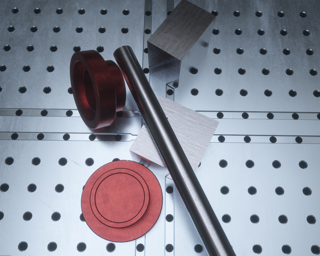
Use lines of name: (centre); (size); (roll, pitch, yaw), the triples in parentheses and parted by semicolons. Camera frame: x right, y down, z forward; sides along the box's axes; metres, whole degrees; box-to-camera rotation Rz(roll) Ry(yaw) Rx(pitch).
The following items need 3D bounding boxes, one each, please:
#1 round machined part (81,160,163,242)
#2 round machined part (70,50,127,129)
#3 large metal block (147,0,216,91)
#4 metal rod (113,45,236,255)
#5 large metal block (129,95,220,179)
round machined part: (-0.046, 0.085, 0.371); (0.099, 0.042, 0.098); (0, 70, 0)
round machined part: (-0.077, -0.050, 0.395); (0.042, 0.097, 0.098); (-16, 69, -30)
large metal block: (0.028, -0.111, 0.423); (0.050, 0.080, 0.080); (33, 73, 11)
metal rod: (0.015, 0.032, 0.347); (0.025, 0.025, 0.299); (-23, 72, -8)
large metal block: (0.018, 0.018, 0.392); (0.080, 0.050, 0.080); (26, 72, 9)
